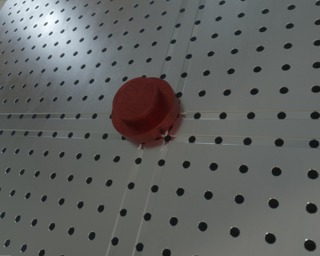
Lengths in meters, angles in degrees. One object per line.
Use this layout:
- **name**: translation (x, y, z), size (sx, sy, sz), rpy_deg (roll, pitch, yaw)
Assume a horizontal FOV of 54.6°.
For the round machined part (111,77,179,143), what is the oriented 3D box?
- **round machined part**: translation (-0.026, -0.032, 0.432), size (0.098, 0.042, 0.098), rpy_deg (-13, 56, 21)
